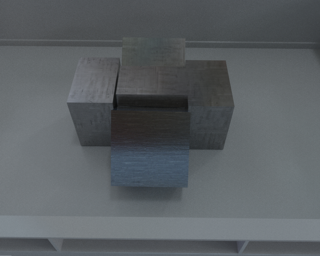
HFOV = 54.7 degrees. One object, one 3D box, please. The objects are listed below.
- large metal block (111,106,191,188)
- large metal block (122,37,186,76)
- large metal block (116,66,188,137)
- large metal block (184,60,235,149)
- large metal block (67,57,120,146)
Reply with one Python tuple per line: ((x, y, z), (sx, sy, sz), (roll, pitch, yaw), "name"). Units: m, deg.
((-0.010, 0.019, 0.343), (0.081, 0.079, 0.050), (1, 8, -1), "large metal block")
((-0.007, -0.089, 0.435), (0.080, 0.080, 0.050), (1, 88, 1), "large metal block")
((-0.009, -0.031, 0.394), (0.080, 0.080, 0.050), (1, 50, 0), "large metal block")
((0.057, -0.029, 0.392), (0.050, 0.080, 0.080), (1, 50, 1), "large metal block")
((-0.076, -0.033, 0.395), (0.050, 0.080, 0.080), (1, 50, 0), "large metal block")
